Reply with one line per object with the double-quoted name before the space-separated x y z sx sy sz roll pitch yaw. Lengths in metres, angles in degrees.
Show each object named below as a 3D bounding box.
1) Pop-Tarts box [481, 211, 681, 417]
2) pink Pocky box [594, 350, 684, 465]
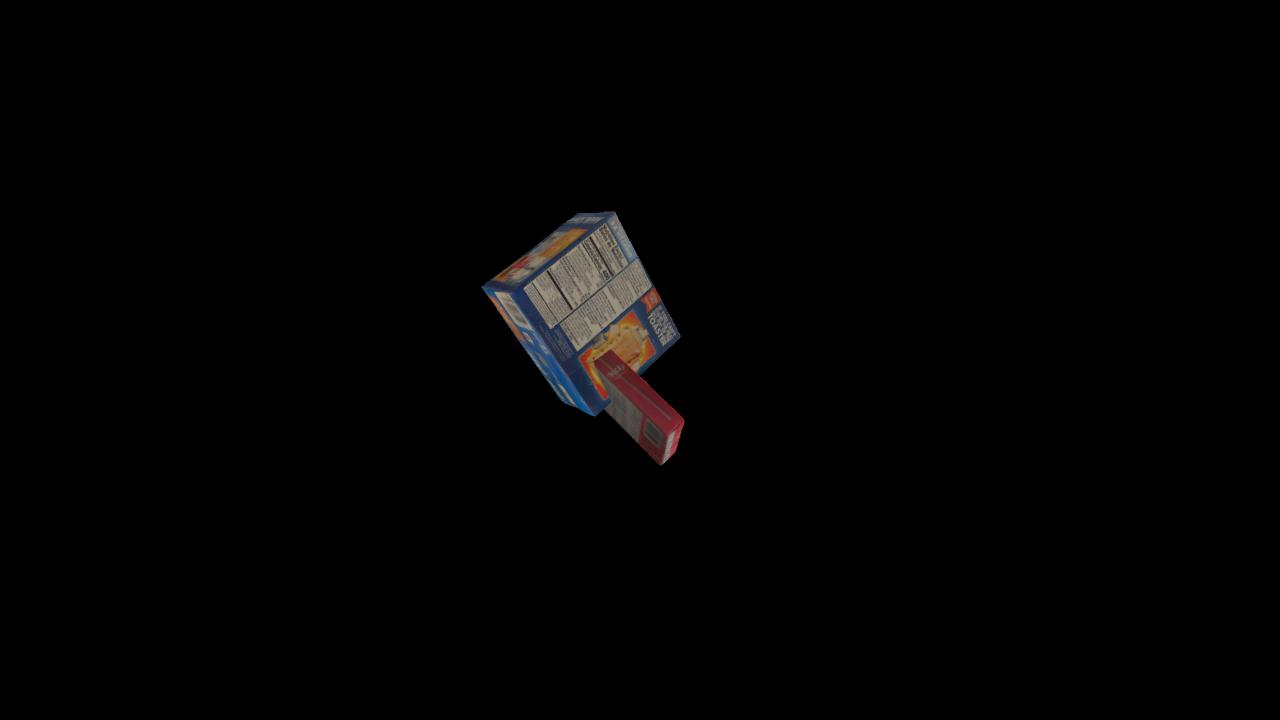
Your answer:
"Pop-Tarts box" -0.058 -0.051 0.664 0.141 0.167 0.083 -43 33 -20
"pink Pocky box" -0.018 0.038 0.662 0.029 0.155 0.084 -38 -21 -23
